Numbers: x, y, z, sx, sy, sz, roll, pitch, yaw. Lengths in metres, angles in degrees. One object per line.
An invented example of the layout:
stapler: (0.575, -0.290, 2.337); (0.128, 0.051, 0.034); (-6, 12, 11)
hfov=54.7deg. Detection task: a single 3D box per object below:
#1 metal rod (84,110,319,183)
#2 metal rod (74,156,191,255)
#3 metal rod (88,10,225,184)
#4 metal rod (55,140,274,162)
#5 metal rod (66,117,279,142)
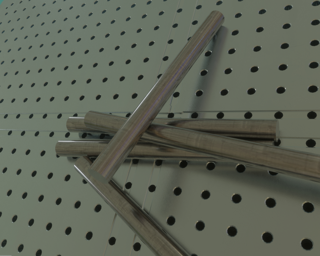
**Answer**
metal rod: (0.028, 0.013, 0.350); (0.300, 0.025, 0.025); (11, 68, 32)
metal rod: (-0.010, 0.116, 0.340); (0.300, 0.025, 0.025); (34, 81, 38)
metal rod: (0.011, -0.058, 0.391); (0.025, 0.025, 0.301); (13, 54, 33)
metal rod: (-0.014, 0.028, 0.396); (0.300, 0.025, 0.025); (-1, 61, 27)
metal rod: (-0.004, -0.001, 0.409); (0.300, 0.025, 0.025); (2, 63, 28)
